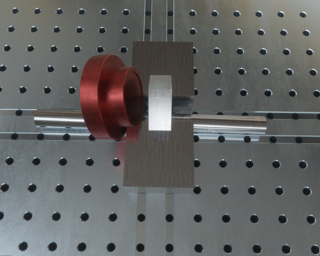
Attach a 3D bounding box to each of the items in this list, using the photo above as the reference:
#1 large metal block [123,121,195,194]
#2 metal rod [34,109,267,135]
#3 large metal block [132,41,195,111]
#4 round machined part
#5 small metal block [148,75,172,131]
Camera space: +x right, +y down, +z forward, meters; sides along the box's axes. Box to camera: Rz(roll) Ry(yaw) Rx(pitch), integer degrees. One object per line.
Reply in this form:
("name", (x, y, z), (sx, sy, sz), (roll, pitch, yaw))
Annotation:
("large metal block", (0.000, 0.037, 0.385), (0.081, 0.050, 0.080), (1, 70, 0))
("metal rod", (-0.012, -0.008, 0.414), (0.302, 0.025, 0.025), (2, 70, 0))
("large metal block", (0.004, -0.070, 0.424), (0.081, 0.050, 0.080), (1, 70, 0))
("round machined part", (-0.048, -0.035, 0.355), (0.042, 0.098, 0.098), (-1, 69, 15))
("small metal block", (0.000, -0.031, 0.363), (0.025, 0.050, 0.050), (1, 26, 0))
